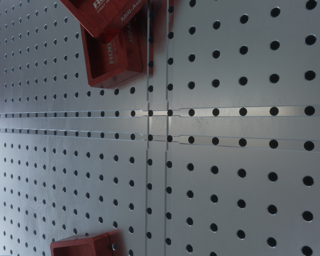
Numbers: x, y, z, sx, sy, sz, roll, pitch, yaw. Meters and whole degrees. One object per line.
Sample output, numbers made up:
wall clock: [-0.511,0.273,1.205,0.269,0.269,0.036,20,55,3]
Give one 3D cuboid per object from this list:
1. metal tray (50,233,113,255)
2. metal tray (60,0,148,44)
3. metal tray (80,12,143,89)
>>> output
metal tray: [-0.129,0.228,0.514,0.130,0.030,0.090,-22,76,38]
metal tray: [-0.064,-0.192,0.422,0.130,0.030,0.090,-45,74,10]
metal tray: [-0.078,-0.135,0.471,0.090,0.030,0.129,-16,80,39]
